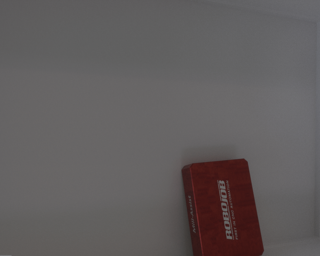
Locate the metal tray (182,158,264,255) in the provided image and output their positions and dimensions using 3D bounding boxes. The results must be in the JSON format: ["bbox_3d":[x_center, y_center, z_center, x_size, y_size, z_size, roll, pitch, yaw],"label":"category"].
[{"bbox_3d":[0.084,0.111,0.423,0.091,0.030,0.129,-3,77,-20],"label":"metal tray"}]
